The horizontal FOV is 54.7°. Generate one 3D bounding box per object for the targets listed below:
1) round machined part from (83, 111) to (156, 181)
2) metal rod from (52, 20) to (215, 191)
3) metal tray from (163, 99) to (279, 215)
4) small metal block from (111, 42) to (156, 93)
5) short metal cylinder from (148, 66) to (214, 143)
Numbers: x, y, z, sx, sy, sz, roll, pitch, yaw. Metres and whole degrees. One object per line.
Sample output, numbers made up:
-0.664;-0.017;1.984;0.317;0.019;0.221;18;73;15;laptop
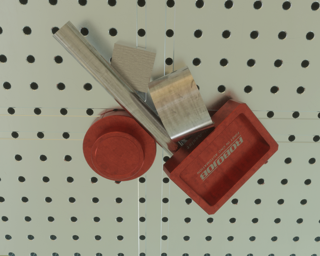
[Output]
-0.054;0.029;0.413;0.099;0.042;0.097;0;110;-1;round machined part
-0.012;-0.007;0.393;0.025;0.025;0.300;-38;114;12;metal rod
0.080;0.038;0.403;0.130;0.030;0.090;-45;113;-2;metal tray
-0.035;-0.076;0.385;0.050;0.025;0.050;12;110;-5;small metal block
0.026;-0.028;0.374;0.050;0.080;0.080;-24;109;8;short metal cylinder
